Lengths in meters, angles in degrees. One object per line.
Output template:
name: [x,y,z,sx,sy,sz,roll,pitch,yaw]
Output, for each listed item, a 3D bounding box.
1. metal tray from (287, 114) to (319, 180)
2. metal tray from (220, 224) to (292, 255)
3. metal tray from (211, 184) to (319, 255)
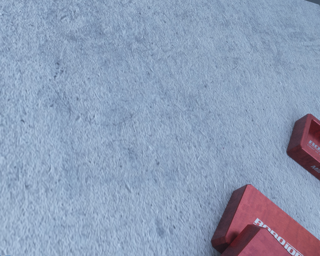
metal tray: [0.282,0.047,0.523,0.130,0.030,0.090,38,51,-3]
metal tray: [0.118,0.180,0.326,0.090,0.030,0.130,-43,90,-14]
metal tray: [0.136,0.144,0.386,0.130,0.030,0.090,39,51,-2]
